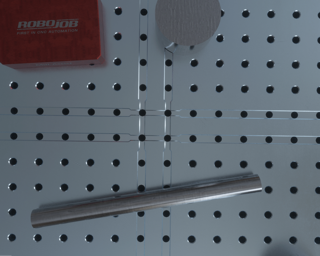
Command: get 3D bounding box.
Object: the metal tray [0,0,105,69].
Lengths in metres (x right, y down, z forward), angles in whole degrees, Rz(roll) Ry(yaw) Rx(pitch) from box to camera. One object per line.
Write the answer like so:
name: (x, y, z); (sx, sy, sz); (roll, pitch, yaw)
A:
metal tray: (-0.143, -0.129, 0.409); (0.131, 0.030, 0.089); (-3, 90, -1)

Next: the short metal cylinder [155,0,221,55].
short metal cylinder: (0.034, -0.140, 0.401); (0.081, 0.050, 0.079); (0, 90, -1)

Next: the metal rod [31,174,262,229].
metal rod: (-0.017, 0.097, 0.413); (0.302, 0.025, 0.025); (-9, 90, -1)
